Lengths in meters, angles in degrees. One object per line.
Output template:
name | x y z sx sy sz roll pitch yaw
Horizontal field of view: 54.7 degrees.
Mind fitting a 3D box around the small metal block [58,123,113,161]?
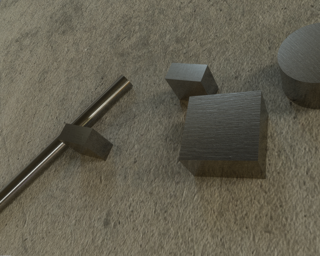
small metal block | -0.102 0.019 0.428 0.050 0.050 0.025 9 67 32

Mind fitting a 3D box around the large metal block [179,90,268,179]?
large metal block | 0.073 0.009 0.343 0.080 0.050 0.080 -2 61 26

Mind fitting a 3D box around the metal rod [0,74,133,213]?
metal rod | -0.157 0.032 0.464 0.300 0.025 0.025 -44 51 -3

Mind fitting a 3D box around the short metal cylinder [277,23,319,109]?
short metal cylinder | 0.174 -0.067 0.338 0.080 0.050 0.080 -13 56 20

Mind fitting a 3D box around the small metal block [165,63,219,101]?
small metal block | 0.042 -0.057 0.400 0.050 0.050 0.025 11 67 32
